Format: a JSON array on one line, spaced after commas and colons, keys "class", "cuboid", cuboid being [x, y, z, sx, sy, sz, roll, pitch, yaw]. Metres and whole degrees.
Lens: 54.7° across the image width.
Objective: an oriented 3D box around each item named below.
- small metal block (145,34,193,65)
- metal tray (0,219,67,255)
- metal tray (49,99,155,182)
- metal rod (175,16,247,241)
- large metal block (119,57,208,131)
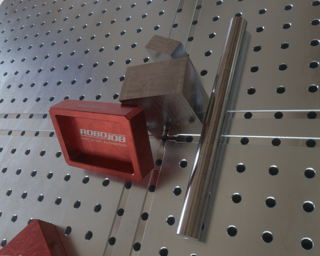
[{"class": "small metal block", "cuboid": [0.013, -0.104, 0.448, 0.050, 0.050, 0.025, 28, 77, 37]}, {"class": "metal tray", "cuboid": [-0.150, 0.187, 0.367, 0.090, 0.030, 0.130, -42, 51, -1]}, {"class": "metal tray", "cuboid": [-0.075, 0.013, 0.395, 0.130, 0.089, 0.030, 7, 30, 31]}, {"class": "metal rod", "cuboid": [0.070, -0.018, 0.381, 0.025, 0.025, 0.300, 4, 63, 29]}, {"class": "large metal block", "cuboid": [0.008, -0.039, 0.391, 0.080, 0.080, 0.050, -4, 60, 26]}]
